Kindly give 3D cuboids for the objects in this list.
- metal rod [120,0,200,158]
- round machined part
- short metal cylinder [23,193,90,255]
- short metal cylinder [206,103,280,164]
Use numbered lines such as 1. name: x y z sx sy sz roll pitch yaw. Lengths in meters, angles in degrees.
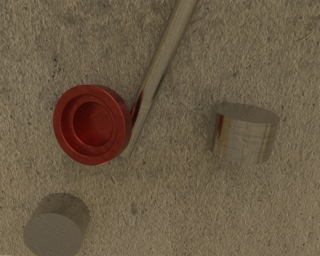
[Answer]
1. metal rod: 0.008 -0.095 0.374 0.025 0.025 0.298 22 108 -8
2. round machined part: -0.079 -0.006 0.386 0.098 0.042 0.097 3 101 18
3. short metal cylinder: -0.146 0.141 0.447 0.081 0.050 0.079 0 110 -1
4. short metal cylinder: 0.101 0.004 0.383 0.081 0.080 0.050 6 110 -3
